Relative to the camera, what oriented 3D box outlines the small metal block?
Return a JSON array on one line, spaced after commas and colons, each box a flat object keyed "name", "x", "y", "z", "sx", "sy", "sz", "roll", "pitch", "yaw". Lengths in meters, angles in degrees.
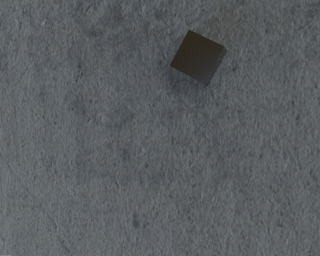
[{"name": "small metal block", "x": 0.049, "y": -0.088, "z": 0.392, "sx": 0.050, "sy": 0.025, "sz": 0.050, "roll": 31, "pitch": 100, "yaw": 17}]
